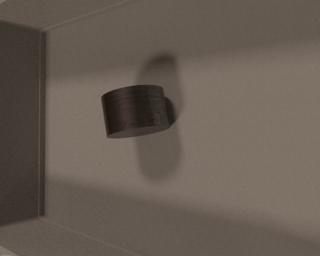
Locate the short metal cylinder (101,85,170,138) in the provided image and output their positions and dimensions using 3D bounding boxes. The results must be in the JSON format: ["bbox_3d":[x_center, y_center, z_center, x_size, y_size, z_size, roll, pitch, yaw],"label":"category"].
[{"bbox_3d":[-0.031,-0.019,0.395,0.080,0.081,0.050,-16,80,38],"label":"short metal cylinder"}]
